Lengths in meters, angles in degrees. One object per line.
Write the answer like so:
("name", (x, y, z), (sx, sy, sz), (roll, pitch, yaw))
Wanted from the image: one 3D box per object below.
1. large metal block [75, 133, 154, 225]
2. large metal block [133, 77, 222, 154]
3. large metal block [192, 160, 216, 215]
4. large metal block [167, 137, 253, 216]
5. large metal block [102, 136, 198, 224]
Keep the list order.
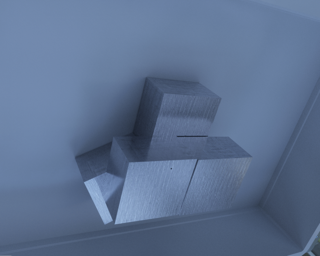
("large metal block", (-0.053, 0.065, 0.402), (0.081, 0.050, 0.080), (-24, 127, -14))
("large metal block", (0.020, -0.014, 0.392), (0.081, 0.050, 0.079), (1, 118, -29))
("large metal block", (0.040, 0.070, 0.454), (0.080, 0.050, 0.080), (-47, 129, 5))
("large metal block", (0.057, 0.058, 0.391), (0.081, 0.050, 0.079), (1, 118, -29))
("large metal block", (-0.014, 0.056, 0.353), (0.081, 0.050, 0.079), (1, 118, -29))
